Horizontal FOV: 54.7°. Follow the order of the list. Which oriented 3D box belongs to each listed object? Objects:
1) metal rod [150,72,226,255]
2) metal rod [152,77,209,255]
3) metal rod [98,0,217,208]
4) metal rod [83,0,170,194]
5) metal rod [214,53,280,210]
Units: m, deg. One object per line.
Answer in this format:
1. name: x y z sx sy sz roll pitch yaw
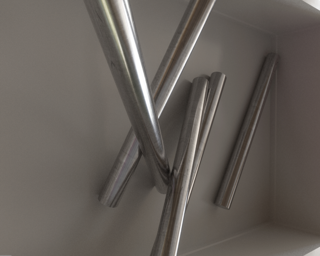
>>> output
1. metal rod: 0.042 0.045 0.416 0.025 0.025 0.300 40 58 -33
2. metal rod: 0.027 0.051 0.372 0.025 0.025 0.300 42 47 -32
3. metal rod: 0.004 -0.047 0.334 0.025 0.025 0.298 18 102 -39
4. metal rod: -0.013 -0.001 0.290 0.025 0.025 0.299 -57 157 -24
5. metal rod: 0.156 -0.005 0.536 0.025 0.025 0.300 38 67 -34
